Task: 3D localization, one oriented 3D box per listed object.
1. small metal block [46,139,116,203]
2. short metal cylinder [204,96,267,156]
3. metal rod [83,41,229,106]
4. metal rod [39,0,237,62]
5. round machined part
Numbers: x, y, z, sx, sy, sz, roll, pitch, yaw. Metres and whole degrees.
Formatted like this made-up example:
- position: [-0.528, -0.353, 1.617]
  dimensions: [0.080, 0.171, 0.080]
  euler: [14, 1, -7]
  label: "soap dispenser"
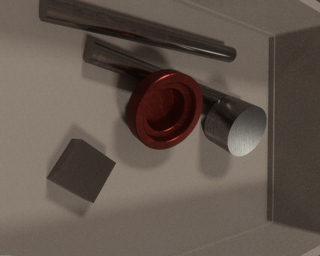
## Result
- position: [-0.084, 0.046, 0.337]
  dimensions: [0.050, 0.025, 0.050]
  euler: [42, 65, -33]
  label: "small metal block"
- position: [0.115, -0.003, 0.473]
  dimensions: [0.081, 0.050, 0.079]
  euler: [-16, 121, -29]
  label: "short metal cylinder"
- position: [0.035, -0.058, 0.437]
  dimensions: [0.302, 0.025, 0.025]
  euler: [13, 82, -40]
  label: "metal rod"
- position: [-0.001, -0.119, 0.407]
  dimensions: [0.302, 0.025, 0.025]
  euler: [0, 90, -40]
  label: "metal rod"
- position: [0.002, -0.026, 0.384]
  dimensions: [0.099, 0.042, 0.097]
  euler: [-17, 122, -29]
  label: "round machined part"
